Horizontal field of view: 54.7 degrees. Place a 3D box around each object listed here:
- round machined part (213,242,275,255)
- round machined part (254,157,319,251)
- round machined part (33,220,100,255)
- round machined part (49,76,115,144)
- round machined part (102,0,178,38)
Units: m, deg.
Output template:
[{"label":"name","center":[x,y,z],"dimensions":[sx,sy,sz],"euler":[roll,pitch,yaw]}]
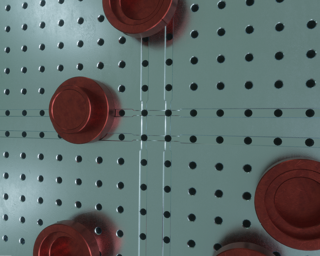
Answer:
[{"label":"round machined part","center":[0.103,0.184,0.367],"dimensions":[0.098,0.042,0.097],"euler":[0,90,19]},{"label":"round machined part","center":[0.158,0.081,0.348],"dimensions":[0.098,0.042,0.097],"euler":[0,90,19]},{"label":"round machined part","center":[-0.129,0.182,0.448],"dimensions":[0.098,0.042,0.097],"euler":[0,90,19]},{"label":"round machined part","center":[-0.118,-0.025,0.444],"dimensions":[0.098,0.042,0.097],"euler":[0,90,19]},{"label":"round machined part","center":[-0.023,-0.168,0.411],"dimensions":[0.098,0.042,0.097],"euler":[0,90,19]}]
